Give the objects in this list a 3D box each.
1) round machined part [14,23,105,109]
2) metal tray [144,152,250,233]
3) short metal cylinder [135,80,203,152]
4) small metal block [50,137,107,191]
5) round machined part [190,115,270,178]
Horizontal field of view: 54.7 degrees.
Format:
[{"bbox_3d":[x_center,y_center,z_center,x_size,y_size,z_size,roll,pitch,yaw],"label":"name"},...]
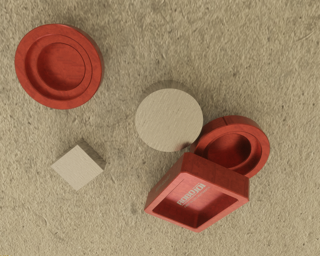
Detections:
[{"bbox_3d":[-0.116,-0.075,0.372,0.099,0.042,0.097,0,110,-1],"label":"round machined part"},{"bbox_3d":[0.044,0.090,0.408,0.090,0.030,0.129,24,138,-9],"label":"metal tray"},{"bbox_3d":[0.011,-0.016,0.391,0.081,0.050,0.079,0,110,0],"label":"short metal cylinder"},{"bbox_3d":[-0.111,0.050,0.427,0.050,0.025,0.050,-37,106,12],"label":"small metal block"},{"bbox_3d":[0.087,0.025,0.404,0.099,0.042,0.097,-3,122,-5],"label":"round machined part"}]
